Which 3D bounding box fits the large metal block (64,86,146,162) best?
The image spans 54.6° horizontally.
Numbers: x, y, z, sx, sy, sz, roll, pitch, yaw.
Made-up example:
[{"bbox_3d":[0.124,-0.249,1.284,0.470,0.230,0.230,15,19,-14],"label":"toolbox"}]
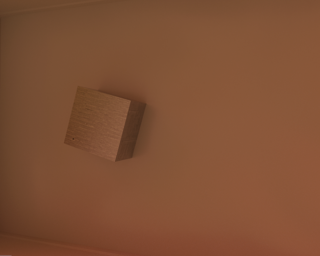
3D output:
[{"bbox_3d":[-0.074,-0.007,0.424,0.080,0.050,0.080,17,96,19],"label":"large metal block"}]
